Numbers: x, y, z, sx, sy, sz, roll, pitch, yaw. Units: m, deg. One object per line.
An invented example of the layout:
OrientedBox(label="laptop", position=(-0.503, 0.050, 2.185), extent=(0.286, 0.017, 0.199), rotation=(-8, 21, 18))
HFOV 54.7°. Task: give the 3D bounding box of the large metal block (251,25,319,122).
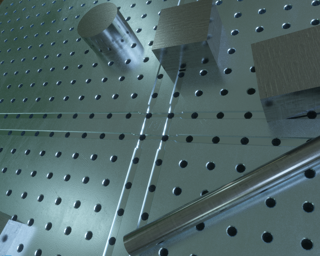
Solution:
OrientedBox(label="large metal block", position=(0.153, -0.060, 0.349), extent=(0.080, 0.050, 0.080), rotation=(-12, 57, 21))

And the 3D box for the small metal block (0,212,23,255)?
OrientedBox(label="small metal block", position=(-0.231, 0.148, 0.436), extent=(0.050, 0.025, 0.050), rotation=(11, 67, 32))

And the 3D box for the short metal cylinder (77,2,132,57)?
OrientedBox(label="short metal cylinder", position=(-0.097, -0.174, 0.548), extent=(0.080, 0.050, 0.080), rotation=(-13, 56, 21))

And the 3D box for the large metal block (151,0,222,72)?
OrientedBox(label="large metal block", position=(0.041, -0.134, 0.452), extent=(0.080, 0.050, 0.080), rotation=(-3, 61, 26))

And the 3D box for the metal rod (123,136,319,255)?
OrientedBox(label="metal rod", position=(0.096, 0.058, 0.321), extent=(0.301, 0.025, 0.025), rotation=(-29, 52, 9))
